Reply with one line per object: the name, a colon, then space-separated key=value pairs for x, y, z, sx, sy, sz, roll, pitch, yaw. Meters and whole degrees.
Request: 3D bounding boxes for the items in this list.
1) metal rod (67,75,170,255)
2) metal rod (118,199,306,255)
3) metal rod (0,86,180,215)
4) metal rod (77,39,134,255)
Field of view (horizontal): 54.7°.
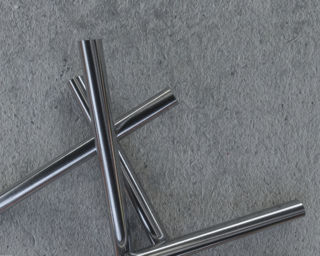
metal rod: x=-0.042 y=0.069 z=0.409 sx=0.025 sy=0.025 sz=0.299 roll=-28 pitch=90 yaw=0
metal rod: x=0.041 y=0.145 z=0.389 sx=0.302 sy=0.025 sz=0.025 roll=-15 pitch=90 yaw=-9
metal rod: x=-0.110 y=0.038 z=0.389 sx=0.300 sy=0.025 sz=0.025 roll=-31 pitch=90 yaw=8
metal rod: x=-0.058 y=0.050 z=0.367 sx=0.025 sy=0.025 sz=0.298 roll=-6 pitch=107 yaw=0
